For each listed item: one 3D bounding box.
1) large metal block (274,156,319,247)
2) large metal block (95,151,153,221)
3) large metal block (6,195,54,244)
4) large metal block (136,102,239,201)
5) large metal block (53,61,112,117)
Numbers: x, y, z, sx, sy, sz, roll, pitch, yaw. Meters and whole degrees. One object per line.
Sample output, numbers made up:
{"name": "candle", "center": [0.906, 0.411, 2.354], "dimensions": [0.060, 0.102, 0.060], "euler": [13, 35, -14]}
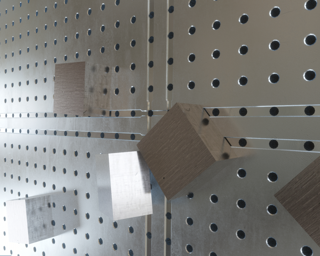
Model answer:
{"name": "large metal block", "center": [0.161, 0.060, 0.260], "dimensions": [0.080, 0.050, 0.080], "euler": [52, 121, 27]}
{"name": "large metal block", "center": [-0.051, 0.073, 0.417], "dimensions": [0.080, 0.050, 0.080], "euler": [167, 99, -66]}
{"name": "large metal block", "center": [-0.255, 0.177, 0.606], "dimensions": [0.080, 0.050, 0.080], "euler": [-13, 82, 39]}
{"name": "large metal block", "center": [0.030, 0.027, 0.369], "dimensions": [0.080, 0.050, 0.080], "euler": [-46, 63, 30]}
{"name": "large metal block", "center": [-0.125, -0.061, 0.498], "dimensions": [0.080, 0.050, 0.080], "euler": [6, 94, 40]}
